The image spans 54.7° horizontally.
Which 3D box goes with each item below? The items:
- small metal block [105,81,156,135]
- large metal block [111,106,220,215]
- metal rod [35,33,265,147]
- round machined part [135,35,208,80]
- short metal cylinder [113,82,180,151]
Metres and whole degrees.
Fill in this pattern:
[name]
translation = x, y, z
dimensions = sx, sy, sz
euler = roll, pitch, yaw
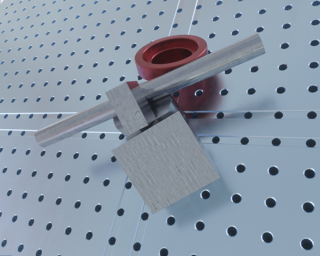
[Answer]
[small metal block]
translation = -0.030, -0.024, 0.343
dimensions = 0.025, 0.050, 0.050
euler = -26, 95, 12
[large metal block]
translation = 0.007, 0.032, 0.338
dimensions = 0.080, 0.050, 0.080
euler = -31, 97, 8
[metal rod]
translation = -0.024, -0.040, 0.379
dimensions = 0.301, 0.025, 0.025
euler = -22, 54, 14
[round machined part]
translation = 0.018, -0.088, 0.426
dimensions = 0.098, 0.042, 0.098
euler = -9, 37, 7
[short metal cylinder]
translation = -0.013, -0.014, 0.406
dimensions = 0.080, 0.050, 0.080
euler = -13, 56, 20
